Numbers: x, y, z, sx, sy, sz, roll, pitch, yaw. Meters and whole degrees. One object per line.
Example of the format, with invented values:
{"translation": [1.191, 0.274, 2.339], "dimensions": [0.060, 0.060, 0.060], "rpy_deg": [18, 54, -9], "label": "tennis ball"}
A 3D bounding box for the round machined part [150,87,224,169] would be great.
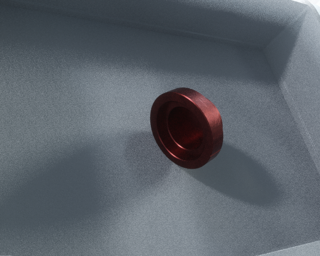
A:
{"translation": [0.037, -0.003, 0.380], "dimensions": [0.042, 0.098, 0.098], "rpy_deg": [-27, 76, -39], "label": "round machined part"}
